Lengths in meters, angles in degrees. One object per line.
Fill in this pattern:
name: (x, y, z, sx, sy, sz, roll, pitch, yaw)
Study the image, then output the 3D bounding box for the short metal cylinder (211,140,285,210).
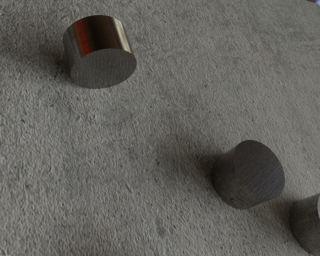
short metal cylinder: (0.116, 0.062, 0.412, 0.081, 0.050, 0.080, 14, 56, -21)

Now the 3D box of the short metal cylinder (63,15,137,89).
short metal cylinder: (-0.074, -0.092, 0.384, 0.081, 0.080, 0.050, -5, 65, -31)

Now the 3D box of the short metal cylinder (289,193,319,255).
short metal cylinder: (0.230, 0.133, 0.430, 0.081, 0.050, 0.080, 14, 56, -21)
